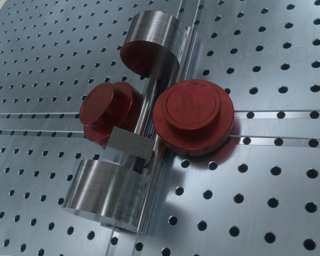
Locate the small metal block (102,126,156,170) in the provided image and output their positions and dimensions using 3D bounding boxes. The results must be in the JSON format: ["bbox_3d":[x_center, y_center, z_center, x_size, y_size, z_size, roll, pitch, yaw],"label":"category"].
[{"bbox_3d":[-0.038,0.025,0.367,0.050,0.050,0.025,20,66,-9],"label":"small metal block"}]

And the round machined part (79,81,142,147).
[{"bbox_3d":[-0.075,-0.025,0.437,0.098,0.042,0.098,-24,48,30],"label":"round machined part"}]

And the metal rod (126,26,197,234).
[{"bbox_3d":[0.009,-0.015,0.412,0.025,0.025,0.300,1,62,29],"label":"metal rod"}]

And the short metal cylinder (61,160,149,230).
[{"bbox_3d":[-0.057,0.072,0.331,0.080,0.080,0.050,1,62,28],"label":"short metal cylinder"}]

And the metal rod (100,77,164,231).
[{"bbox_3d":[-0.023,-0.013,0.427,0.025,0.025,0.300,1,62,29],"label":"metal rod"}]

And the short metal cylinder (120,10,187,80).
[{"bbox_3d":[-0.008,-0.109,0.415,0.080,0.080,0.050,1,62,28],"label":"short metal cylinder"}]

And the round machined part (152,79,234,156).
[{"bbox_3d":[0.039,-0.019,0.372,0.098,0.042,0.098,-4,62,9],"label":"round machined part"}]
